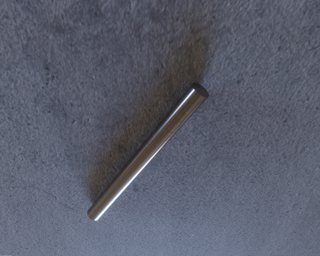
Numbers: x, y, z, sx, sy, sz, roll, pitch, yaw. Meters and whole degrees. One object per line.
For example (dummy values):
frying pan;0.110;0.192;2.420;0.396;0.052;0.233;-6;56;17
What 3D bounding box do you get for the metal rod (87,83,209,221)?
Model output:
metal rod;-0.032;0.051;0.449;0.025;0.025;0.298;26;125;-21
